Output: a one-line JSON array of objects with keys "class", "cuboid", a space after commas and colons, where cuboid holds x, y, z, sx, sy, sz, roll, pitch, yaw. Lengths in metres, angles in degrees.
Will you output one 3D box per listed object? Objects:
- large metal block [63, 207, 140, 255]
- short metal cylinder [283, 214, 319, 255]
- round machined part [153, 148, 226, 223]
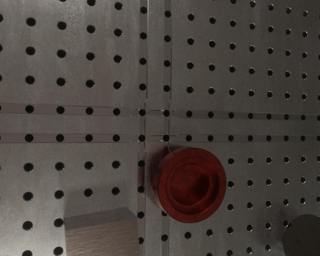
[{"class": "large metal block", "cuboid": [-0.070, 0.148, 0.374, 0.081, 0.050, 0.079, -5, 92, -20]}, {"class": "short metal cylinder", "cuboid": [0.239, 0.180, 0.474, 0.050, 0.080, 0.080, 29, 80, -18]}, {"class": "round machined part", "cuboid": [0.036, 0.074, 0.418, 0.099, 0.042, 0.097, 0, 90, -21]}]
